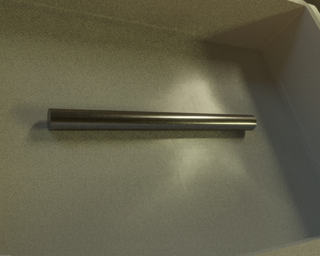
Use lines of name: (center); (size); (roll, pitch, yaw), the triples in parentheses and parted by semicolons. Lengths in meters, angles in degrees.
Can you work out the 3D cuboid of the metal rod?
metal rod: (0.010, -0.009, 0.415); (0.303, 0.025, 0.025); (0, 62, -28)
